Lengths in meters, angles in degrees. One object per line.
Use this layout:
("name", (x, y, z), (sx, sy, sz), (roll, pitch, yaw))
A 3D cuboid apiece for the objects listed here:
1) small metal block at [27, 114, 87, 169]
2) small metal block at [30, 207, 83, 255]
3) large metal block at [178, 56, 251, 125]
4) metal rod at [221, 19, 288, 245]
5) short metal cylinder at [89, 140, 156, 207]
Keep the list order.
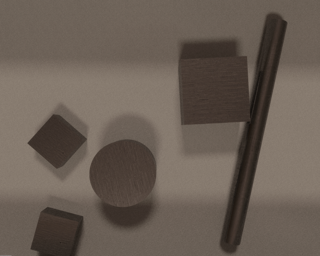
("small metal block", (-0.135, 0.017, 0.410), (0.050, 0.025, 0.050), (42, 90, -1))
("small metal block", (-0.135, 0.138, 0.410), (0.050, 0.025, 0.050), (15, 90, -1))
("large metal block", (0.067, -0.046, 0.400), (0.081, 0.050, 0.079), (-3, 90, -1))
("metal rod", (0.126, 0.005, 0.413), (0.025, 0.025, 0.298), (12, 90, -1))
("short metal cylinder", (-0.045, 0.055, 0.398), (0.081, 0.050, 0.079), (0, 90, -1))
